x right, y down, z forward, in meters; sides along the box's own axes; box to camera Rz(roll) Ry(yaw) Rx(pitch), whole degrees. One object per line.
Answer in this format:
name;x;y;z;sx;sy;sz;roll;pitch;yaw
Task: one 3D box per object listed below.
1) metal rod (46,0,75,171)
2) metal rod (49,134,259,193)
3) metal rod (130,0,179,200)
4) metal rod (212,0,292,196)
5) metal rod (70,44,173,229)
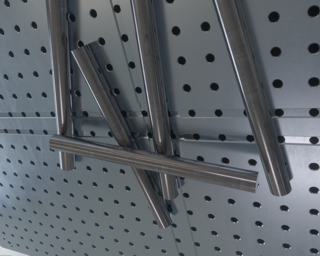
metal rod;-0.142;-0.056;0.452;0.025;0.025;0.298;20;126;16
metal rod;-0.024;0.042;0.416;0.300;0.025;0.025;9;122;23
metal rod;-0.004;-0.031;0.394;0.025;0.025;0.298;6;121;25
metal rod;0.093;-0.054;0.328;0.025;0.025;0.299;-10;114;32
metal rod;-0.048;0.025;0.452;0.025;0.025;0.299;-11;113;33
